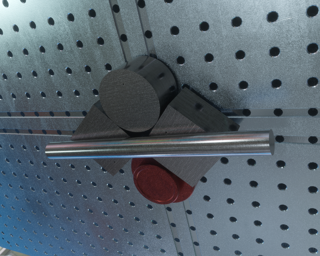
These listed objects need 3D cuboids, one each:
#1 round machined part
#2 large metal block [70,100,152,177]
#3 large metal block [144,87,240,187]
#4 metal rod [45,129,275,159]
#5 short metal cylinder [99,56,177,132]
[{"bbox_3d":[0.002,0.068,0.436,0.098,0.042,0.097,13,124,21],"label":"round machined part"},{"bbox_3d":[-0.064,0.007,0.428,0.080,0.050,0.080,42,129,-3],"label":"large metal block"},{"bbox_3d":[0.035,0.012,0.375,0.080,0.050,0.079,36,130,4],"label":"large metal block"},{"bbox_3d":[-0.024,0.023,0.366,0.300,0.025,0.025,-4,116,30],"label":"metal rod"},{"bbox_3d":[-0.026,-0.042,0.378,0.080,0.050,0.079,13,124,21],"label":"short metal cylinder"}]
